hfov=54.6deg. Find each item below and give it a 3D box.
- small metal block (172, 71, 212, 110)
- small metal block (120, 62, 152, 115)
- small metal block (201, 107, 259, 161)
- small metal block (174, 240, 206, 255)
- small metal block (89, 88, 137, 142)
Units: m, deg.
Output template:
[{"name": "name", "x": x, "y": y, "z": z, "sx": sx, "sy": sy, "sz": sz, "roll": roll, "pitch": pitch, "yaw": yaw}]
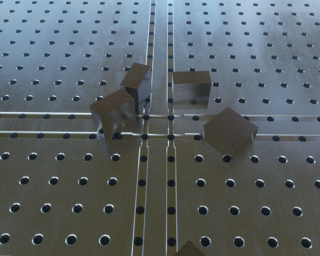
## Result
[{"name": "small metal block", "x": 0.043, "y": -0.052, "z": 0.436, "sx": 0.050, "sy": 0.050, "sz": 0.025, "roll": -2, "pitch": 50, "yaw": -2}, {"name": "small metal block", "x": -0.033, "y": -0.055, "z": 0.438, "sx": 0.025, "sy": 0.050, "sz": 0.050, "roll": 15, "pitch": 52, "yaw": 12}, {"name": "small metal block", "x": 0.090, "y": 0.006, "z": 0.403, "sx": 0.050, "sy": 0.025, "sz": 0.050, "roll": -36, "pitch": 59, "yaw": -26}, {"name": "small metal block", "x": 0.028, "y": 0.143, "z": 0.287, "sx": 0.050, "sy": 0.025, "sz": 0.050, "roll": -36, "pitch": 59, "yaw": -26}, {"name": "small metal block", "x": -0.060, "y": -0.017, "z": 0.405, "sx": 0.050, "sy": 0.050, "sz": 0.025, "roll": -32, "pitch": 57, "yaw": -24}]
